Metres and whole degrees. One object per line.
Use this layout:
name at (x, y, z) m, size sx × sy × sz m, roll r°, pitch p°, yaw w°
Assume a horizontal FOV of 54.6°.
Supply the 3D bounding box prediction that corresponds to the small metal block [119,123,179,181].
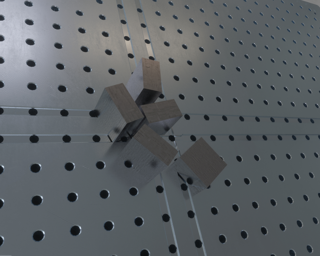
small metal block at (-0.015, 0.030, 0.366) m, size 0.050 × 0.050 × 0.025 m, roll 40°, pitch 51°, yaw -1°

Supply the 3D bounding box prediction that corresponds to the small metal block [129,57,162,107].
small metal block at (-0.021, -0.057, 0.415) m, size 0.025 × 0.050 × 0.050 m, roll 9°, pitch 58°, yaw -23°

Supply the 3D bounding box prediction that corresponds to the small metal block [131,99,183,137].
small metal block at (-0.008, -0.009, 0.393) m, size 0.050 × 0.050 × 0.025 m, roll -14°, pitch 69°, yaw -34°

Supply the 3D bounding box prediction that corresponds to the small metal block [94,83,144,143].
small metal block at (-0.051, -0.018, 0.375) m, size 0.025 × 0.050 × 0.050 m, roll -23°, pitch 74°, yaw -36°

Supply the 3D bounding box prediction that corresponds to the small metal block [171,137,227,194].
small metal block at (0.052, 0.048, 0.406) m, size 0.050 × 0.025 × 0.050 m, roll 48°, pitch 51°, yaw 5°
